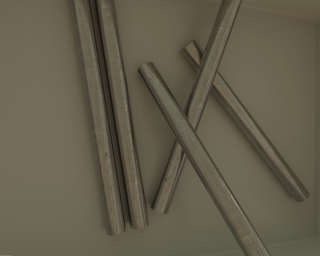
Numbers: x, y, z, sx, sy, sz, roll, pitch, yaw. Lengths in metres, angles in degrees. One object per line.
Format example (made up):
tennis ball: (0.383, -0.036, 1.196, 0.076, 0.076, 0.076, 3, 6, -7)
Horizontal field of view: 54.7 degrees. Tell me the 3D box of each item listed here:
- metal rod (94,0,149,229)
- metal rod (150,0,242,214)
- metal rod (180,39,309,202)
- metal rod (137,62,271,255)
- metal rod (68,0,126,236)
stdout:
metal rod: (-0.049, -0.022, 0.392, 0.025, 0.025, 0.298, -10, 93, -20)
metal rod: (0.048, -0.033, 0.408, 0.025, 0.025, 0.298, 19, 91, -19)
metal rod: (0.132, -0.003, 0.458, 0.025, 0.025, 0.300, -44, 104, -15)
metal rod: (0.054, 0.047, 0.371, 0.025, 0.025, 0.299, -26, 76, -18)
metal rod: (-0.077, -0.017, 0.381, 0.025, 0.025, 0.298, -10, 93, -20)
